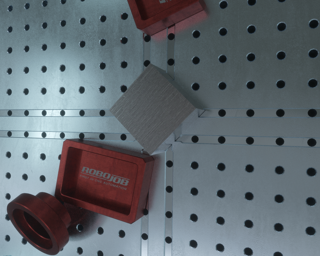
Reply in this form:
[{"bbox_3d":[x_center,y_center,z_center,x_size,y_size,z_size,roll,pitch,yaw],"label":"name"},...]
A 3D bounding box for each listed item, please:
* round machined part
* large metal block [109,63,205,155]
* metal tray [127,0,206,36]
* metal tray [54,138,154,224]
[{"bbox_3d":[-0.169,0.132,0.448,0.098,0.042,0.097,17,128,24],"label":"round machined part"},{"bbox_3d":[-0.003,-0.023,0.400,0.080,0.050,0.080,47,104,14],"label":"large metal block"},{"bbox_3d":[-0.005,-0.202,0.411,0.090,0.030,0.129,-21,83,18],"label":"metal tray"},{"bbox_3d":[-0.081,0.071,0.438,0.130,0.030,0.089,12,94,19],"label":"metal tray"}]
